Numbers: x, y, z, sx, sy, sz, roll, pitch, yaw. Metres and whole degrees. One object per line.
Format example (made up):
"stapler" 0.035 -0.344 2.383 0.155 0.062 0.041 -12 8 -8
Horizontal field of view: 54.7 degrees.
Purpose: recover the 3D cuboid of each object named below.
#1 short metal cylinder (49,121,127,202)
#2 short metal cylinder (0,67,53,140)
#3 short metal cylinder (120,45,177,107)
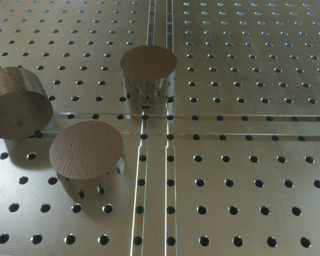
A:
"short metal cylinder" -0.080 0.038 0.359 0.081 0.050 0.080 0 50 0
"short metal cylinder" -0.185 -0.031 0.396 0.081 0.080 0.050 -23 54 -18
"short metal cylinder" -0.016 -0.078 0.456 0.081 0.050 0.080 0 50 0
